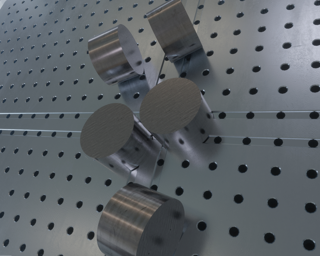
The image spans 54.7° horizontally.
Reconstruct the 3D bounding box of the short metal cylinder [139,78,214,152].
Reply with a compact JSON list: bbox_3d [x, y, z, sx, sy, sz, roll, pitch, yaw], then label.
[{"bbox_3d":[0.022,-0.016,0.391,0.080,0.050,0.080,-13,56,21],"label":"short metal cylinder"}]

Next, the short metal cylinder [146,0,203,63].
[{"bbox_3d":[0.022,-0.141,0.448,0.050,0.080,0.080,-26,53,12],"label":"short metal cylinder"}]

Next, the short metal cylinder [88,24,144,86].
[{"bbox_3d":[-0.066,-0.111,0.476,0.050,0.080,0.080,-19,55,17],"label":"short metal cylinder"}]

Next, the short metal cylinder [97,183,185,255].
[{"bbox_3d":[-0.018,0.103,0.319,0.050,0.080,0.080,15,70,34],"label":"short metal cylinder"}]

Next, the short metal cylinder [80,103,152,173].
[{"bbox_3d":[-0.058,0.014,0.414,0.080,0.050,0.080,-13,56,21],"label":"short metal cylinder"}]
